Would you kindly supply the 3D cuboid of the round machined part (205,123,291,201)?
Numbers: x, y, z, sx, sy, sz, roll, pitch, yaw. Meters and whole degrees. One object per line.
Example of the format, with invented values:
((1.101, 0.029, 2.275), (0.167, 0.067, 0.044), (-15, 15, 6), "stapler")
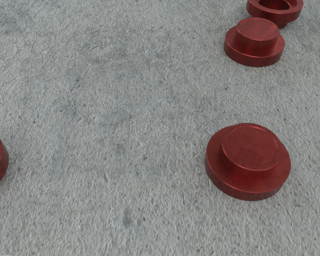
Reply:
((0.104, 0.032, 0.366), (0.099, 0.042, 0.098), (0, 50, 0), "round machined part")

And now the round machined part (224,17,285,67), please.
((0.159, -0.149, 0.519), (0.099, 0.042, 0.098), (0, 50, 0), "round machined part")

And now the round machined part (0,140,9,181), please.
((-0.222, 0.048, 0.350), (0.099, 0.042, 0.098), (0, 50, 0), "round machined part")

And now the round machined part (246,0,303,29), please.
((0.210, -0.221, 0.579), (0.099, 0.042, 0.098), (0, 50, 0), "round machined part")
